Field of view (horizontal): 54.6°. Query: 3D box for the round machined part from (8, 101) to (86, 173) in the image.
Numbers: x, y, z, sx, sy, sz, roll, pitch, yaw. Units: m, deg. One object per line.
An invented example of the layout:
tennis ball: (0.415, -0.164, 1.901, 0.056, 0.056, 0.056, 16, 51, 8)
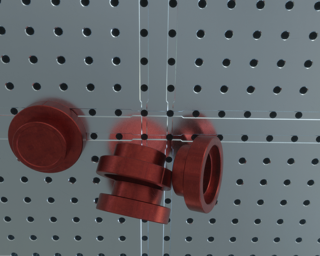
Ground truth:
round machined part: (-0.152, 0.017, 0.409, 0.099, 0.042, 0.097, 0, 110, 0)

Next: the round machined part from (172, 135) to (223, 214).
round machined part: (0.048, 0.057, 0.402, 0.042, 0.098, 0.097, 5, 113, 26)

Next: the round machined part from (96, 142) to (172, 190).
round machined part: (-0.029, 0.049, 0.403, 0.099, 0.098, 0.042, 15, 73, -6)

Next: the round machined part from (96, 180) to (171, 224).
round machined part: (-0.033, 0.099, 0.421, 0.099, 0.098, 0.042, 14, 74, -5)
